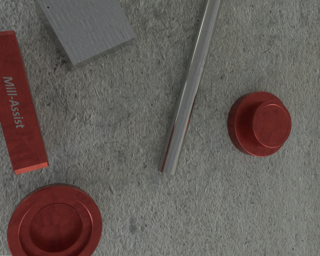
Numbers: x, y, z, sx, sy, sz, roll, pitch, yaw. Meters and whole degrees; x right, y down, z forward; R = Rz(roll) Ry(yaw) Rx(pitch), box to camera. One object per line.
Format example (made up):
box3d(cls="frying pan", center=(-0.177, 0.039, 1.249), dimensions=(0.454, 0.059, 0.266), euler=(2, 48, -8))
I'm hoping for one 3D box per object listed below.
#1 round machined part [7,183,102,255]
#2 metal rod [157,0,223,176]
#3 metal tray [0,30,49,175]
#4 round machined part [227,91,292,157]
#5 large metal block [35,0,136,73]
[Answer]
box3d(cls="round machined part", center=(-0.119, 0.112, 0.357), dimensions=(0.099, 0.042, 0.097), euler=(0, 90, -21))
box3d(cls="metal rod", center=(0.049, -0.083, 0.428), dimensions=(0.025, 0.025, 0.299), euler=(18, 84, -20))
box3d(cls="metal tray", center=(-0.147, -0.023, 0.320), dimensions=(0.030, 0.090, 0.129), euler=(-14, 95, -20))
box3d(cls="round machined part", center=(0.153, -0.006, 0.458), dimensions=(0.099, 0.042, 0.097), euler=(0, 90, -21))
box3d(cls="large metal block", center=(-0.087, -0.122, 0.364), dimensions=(0.080, 0.050, 0.080), euler=(-30, 100, -18))
